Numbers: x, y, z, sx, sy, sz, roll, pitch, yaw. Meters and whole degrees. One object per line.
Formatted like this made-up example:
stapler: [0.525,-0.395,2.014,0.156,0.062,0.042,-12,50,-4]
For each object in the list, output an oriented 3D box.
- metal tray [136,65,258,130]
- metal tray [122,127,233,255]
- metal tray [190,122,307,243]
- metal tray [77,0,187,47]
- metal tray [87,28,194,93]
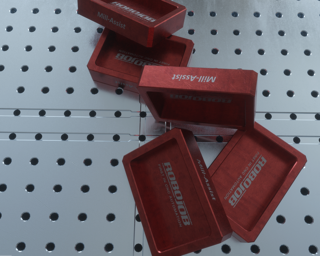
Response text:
metal tray: [0.047,-0.035,0.373,0.130,0.090,0.030,6,67,18]
metal tray: [0.015,0.075,0.357,0.090,0.030,0.130,-30,69,26]
metal tray: [0.108,0.063,0.387,0.090,0.030,0.130,37,74,12]
metal tray: [-0.040,-0.168,0.442,0.130,0.030,0.090,30,48,18]
metal tray: [-0.026,-0.098,0.444,0.131,0.030,0.090,17,71,5]
